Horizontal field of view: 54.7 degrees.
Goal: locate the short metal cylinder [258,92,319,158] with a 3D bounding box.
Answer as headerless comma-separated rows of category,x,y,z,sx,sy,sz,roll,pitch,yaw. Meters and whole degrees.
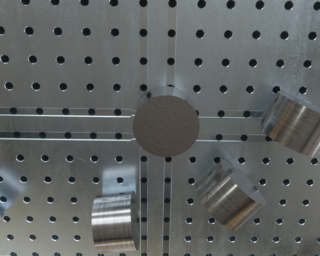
short metal cylinder,0.171,-0.006,0.383,0.080,0.080,0.050,21,109,-8

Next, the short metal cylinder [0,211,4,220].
short metal cylinder,-0.269,0.138,0.432,0.080,0.080,0.050,-41,105,14

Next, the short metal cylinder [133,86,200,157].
short metal cylinder,0.008,-0.009,0.396,0.081,0.050,0.079,0,110,0

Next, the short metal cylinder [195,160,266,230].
short metal cylinder,0.094,0.089,0.418,0.080,0.080,0.050,38,106,-13

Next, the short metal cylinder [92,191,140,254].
short metal cylinder,-0.059,0.131,0.432,0.050,0.080,0.079,-7,110,2
